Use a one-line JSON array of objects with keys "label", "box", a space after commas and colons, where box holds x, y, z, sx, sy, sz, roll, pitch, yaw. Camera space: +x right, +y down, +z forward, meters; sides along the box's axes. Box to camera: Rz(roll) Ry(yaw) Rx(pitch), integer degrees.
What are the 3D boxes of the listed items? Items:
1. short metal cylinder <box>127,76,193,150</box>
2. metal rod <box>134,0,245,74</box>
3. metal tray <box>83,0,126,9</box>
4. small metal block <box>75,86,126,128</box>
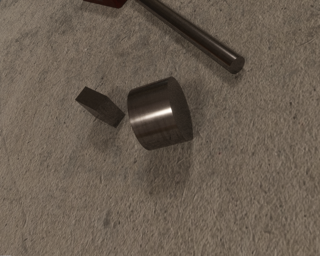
[{"label": "short metal cylinder", "box": [0.002, -0.017, 0.377, 0.050, 0.080, 0.080, -16, 56, 19]}, {"label": "metal rod", "box": [0.025, -0.170, 0.493, 0.025, 0.025, 0.300, -40, 51, 0]}, {"label": "metal tray", "box": [-0.104, -0.297, 0.634, 0.130, 0.030, 0.090, 28, 77, 37]}, {"label": "small metal block", "box": [-0.086, -0.030, 0.450, 0.050, 0.050, 0.025, 26, 76, 36]}]
